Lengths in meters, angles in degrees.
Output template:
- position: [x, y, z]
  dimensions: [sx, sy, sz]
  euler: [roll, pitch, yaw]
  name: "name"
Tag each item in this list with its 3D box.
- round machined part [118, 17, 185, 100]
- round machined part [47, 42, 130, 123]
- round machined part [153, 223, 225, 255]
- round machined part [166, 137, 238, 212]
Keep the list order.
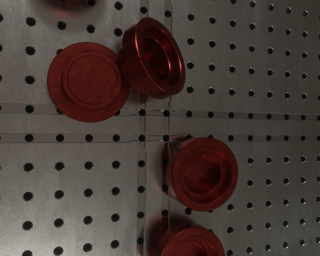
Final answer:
- position: [-0.013, -0.081, 0.383]
  dimensions: [0.098, 0.042, 0.098]
  euler: [28, 54, -46]
  name: "round machined part"
- position: [-0.084, -0.055, 0.373]
  dimensions: [0.099, 0.042, 0.097]
  euler: [0, 90, -21]
  name: "round machined part"
- position: [0.035, 0.177, 0.418]
  dimensions: [0.099, 0.042, 0.097]
  euler: [0, 90, -21]
  name: "round machined part"
- position: [0.054, 0.061, 0.425]
  dimensions: [0.099, 0.042, 0.097]
  euler: [0, 90, -21]
  name: "round machined part"
